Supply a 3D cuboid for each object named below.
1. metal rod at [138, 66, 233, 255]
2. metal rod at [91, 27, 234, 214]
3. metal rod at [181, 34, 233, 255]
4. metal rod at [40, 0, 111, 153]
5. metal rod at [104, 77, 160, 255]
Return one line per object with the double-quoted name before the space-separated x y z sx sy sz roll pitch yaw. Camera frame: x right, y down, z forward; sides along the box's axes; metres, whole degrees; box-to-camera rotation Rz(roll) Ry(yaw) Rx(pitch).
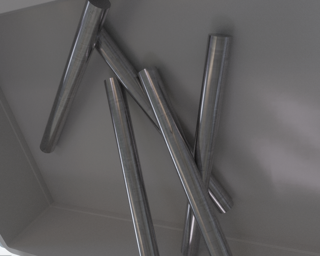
"metal rod" 0.039 0.069 0.363 0.025 0.025 0.299 -25 84 37
"metal rod" 0.002 -0.009 0.401 0.025 0.025 0.300 -29 103 37
"metal rod" 0.052 0.040 0.379 0.025 0.025 0.298 14 116 20
"metal rod" -0.128 -0.049 0.425 0.025 0.025 0.298 40 136 1
"metal rod" -0.030 0.083 0.397 0.025 0.025 0.298 -14 87 34
